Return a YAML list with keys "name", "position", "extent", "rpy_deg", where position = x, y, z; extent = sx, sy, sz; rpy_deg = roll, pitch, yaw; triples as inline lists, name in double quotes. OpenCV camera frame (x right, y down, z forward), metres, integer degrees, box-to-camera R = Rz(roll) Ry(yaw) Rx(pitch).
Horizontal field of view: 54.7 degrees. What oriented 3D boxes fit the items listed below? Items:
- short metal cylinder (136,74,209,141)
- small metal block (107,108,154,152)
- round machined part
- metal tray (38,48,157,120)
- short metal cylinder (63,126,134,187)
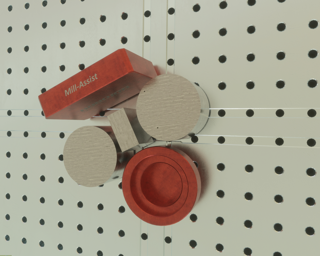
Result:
- name: "short metal cylinder"
  position: [0.017, -0.024, 0.389]
  extent: [0.080, 0.050, 0.079]
  rpy_deg: [0, 90, 20]
- name: "small metal block"
  position: [-0.038, 0.002, 0.408]
  extent: [0.025, 0.050, 0.050]
  rpy_deg: [-27, 81, 18]
- name: "round machined part"
  position: [0.005, 0.071, 0.397]
  extent: [0.098, 0.042, 0.097]
  rpy_deg: [0, 90, 19]
- name: "metal tray"
  position: [-0.076, -0.050, 0.400]
  extent: [0.130, 0.090, 0.030]
  rpy_deg: [-25, 82, 19]
- name: "short metal cylinder"
  position: [-0.083, 0.037, 0.424]
  extent: [0.080, 0.050, 0.079]
  rpy_deg: [0, 90, 20]
